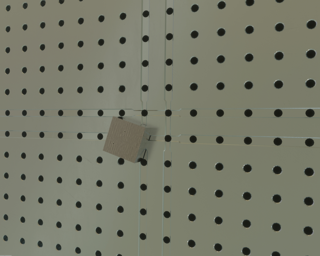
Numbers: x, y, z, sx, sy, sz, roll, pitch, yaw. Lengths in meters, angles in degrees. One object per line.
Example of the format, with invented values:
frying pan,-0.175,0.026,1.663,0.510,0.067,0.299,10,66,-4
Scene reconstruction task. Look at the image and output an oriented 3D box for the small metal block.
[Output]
small metal block,-0.045,0.015,0.427,0.050,0.025,0.050,19,96,18
